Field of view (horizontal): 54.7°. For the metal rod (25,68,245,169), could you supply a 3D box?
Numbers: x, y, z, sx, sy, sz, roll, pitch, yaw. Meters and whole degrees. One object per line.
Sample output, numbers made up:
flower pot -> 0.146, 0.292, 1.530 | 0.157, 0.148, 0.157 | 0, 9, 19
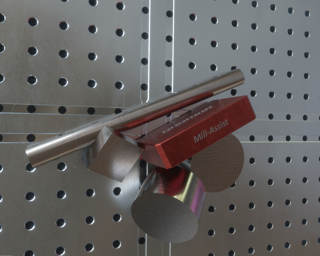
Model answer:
metal rod -> -0.017, -0.020, 0.402 | 0.302, 0.025, 0.025 | -23, 98, -19

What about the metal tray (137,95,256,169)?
metal tray -> 0.042, 0.002, 0.390 | 0.131, 0.090, 0.030 | -28, 100, -18

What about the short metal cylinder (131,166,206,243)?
short metal cylinder -> 0.012, 0.092, 0.377 | 0.080, 0.080, 0.050 | 49, 34, -14

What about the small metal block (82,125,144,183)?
small metal block -> -0.056, 0.032, 0.375 | 0.050, 0.025, 0.050 | 31, 96, -37

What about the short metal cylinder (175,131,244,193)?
short metal cylinder -> 0.064, 0.040, 0.414 | 0.081, 0.050, 0.079 | -4, 100, -24
